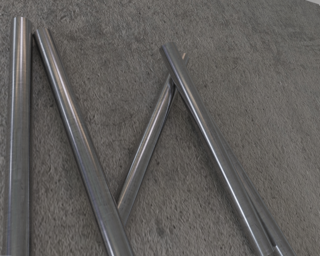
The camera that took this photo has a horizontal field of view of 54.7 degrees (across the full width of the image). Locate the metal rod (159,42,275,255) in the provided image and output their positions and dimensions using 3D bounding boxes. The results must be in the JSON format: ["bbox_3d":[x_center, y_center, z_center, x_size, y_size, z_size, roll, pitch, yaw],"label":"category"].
[{"bbox_3d":[0.069,0.019,0.409,0.025,0.025,0.299,-16,76,-34],"label":"metal rod"}]

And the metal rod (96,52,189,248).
[{"bbox_3d":[-0.009,0.002,0.397,0.025,0.025,0.300,29,52,-10],"label":"metal rod"}]

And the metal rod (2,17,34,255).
[{"bbox_3d":[-0.146,0.001,0.323,0.025,0.025,0.299,3,61,-27],"label":"metal rod"}]

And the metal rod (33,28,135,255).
[{"bbox_3d":[-0.090,0.005,0.334,0.025,0.025,0.299,-9,61,-32],"label":"metal rod"}]

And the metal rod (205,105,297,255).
[{"bbox_3d":[0.123,0.097,0.410,0.025,0.025,0.299,-18,71,-35],"label":"metal rod"}]
